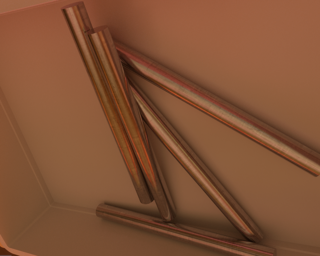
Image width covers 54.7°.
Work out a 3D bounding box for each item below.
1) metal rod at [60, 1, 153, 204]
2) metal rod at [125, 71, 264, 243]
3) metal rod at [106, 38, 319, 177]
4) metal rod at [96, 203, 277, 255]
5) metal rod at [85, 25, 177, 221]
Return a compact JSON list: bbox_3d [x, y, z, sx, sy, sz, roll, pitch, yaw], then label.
[{"bbox_3d":[-0.057,-0.010,0.408,0.025,0.025,0.298,2,127,27],"label":"metal rod"},{"bbox_3d":[0.037,0.041,0.414,0.300,0.025,0.025,49,129,-7],"label":"metal rod"},{"bbox_3d":[0.049,-0.033,0.362,0.301,0.025,0.025,31,128,8],"label":"metal rod"},{"bbox_3d":[0.020,0.157,0.476,0.300,0.025,0.025,4,121,32],"label":"metal rod"},{"bbox_3d":[-0.026,0.016,0.406,0.025,0.025,0.299,1,127,28],"label":"metal rod"}]
